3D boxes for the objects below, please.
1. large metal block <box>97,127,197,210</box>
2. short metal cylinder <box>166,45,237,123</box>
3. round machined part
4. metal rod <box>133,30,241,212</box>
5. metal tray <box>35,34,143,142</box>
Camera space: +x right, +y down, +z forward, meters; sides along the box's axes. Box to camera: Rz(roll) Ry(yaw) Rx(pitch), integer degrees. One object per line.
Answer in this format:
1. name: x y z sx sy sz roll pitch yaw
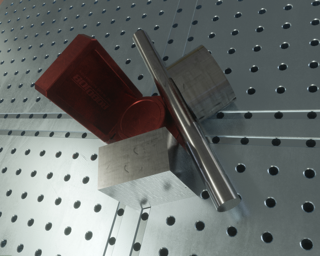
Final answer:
1. large metal block: -0.013 0.049 0.348 0.080 0.080 0.050 -18 55 18
2. short metal cylinder: 0.049 -0.053 0.377 0.050 0.080 0.080 -32 52 7
3. round machined part: -0.017 -0.002 0.406 0.098 0.042 0.098 -13 56 20
4. metal rod: 0.018 -0.033 0.391 0.025 0.025 0.300 -31 52 8
5. metal tray: -0.087 -0.048 0.415 0.030 0.130 0.090 31 79 37
